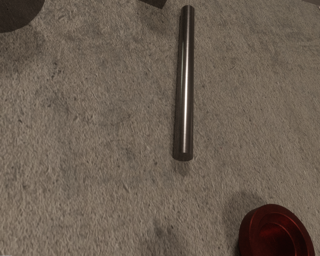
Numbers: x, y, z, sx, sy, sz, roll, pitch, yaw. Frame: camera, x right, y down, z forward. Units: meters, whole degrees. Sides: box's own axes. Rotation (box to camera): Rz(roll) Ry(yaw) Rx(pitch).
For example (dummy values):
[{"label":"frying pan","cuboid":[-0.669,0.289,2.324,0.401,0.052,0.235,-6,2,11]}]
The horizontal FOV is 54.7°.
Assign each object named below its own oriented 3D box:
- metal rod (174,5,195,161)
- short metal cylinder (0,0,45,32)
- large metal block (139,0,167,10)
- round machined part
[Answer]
[{"label":"metal rod","cuboid":[0.040,-0.087,0.480,0.025,0.025,0.300,17,55,-19]},{"label":"short metal cylinder","cuboid":[-0.186,-0.162,0.368,0.050,0.080,0.080,46,51,3]},{"label":"large metal block","cuboid":[-0.002,-0.270,0.534,0.050,0.080,0.080,15,56,-21]},{"label":"round machined part","cuboid":[0.136,0.147,0.379,0.099,0.042,0.098,14,56,-21]}]
